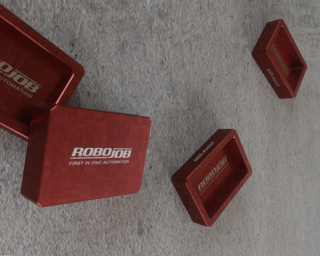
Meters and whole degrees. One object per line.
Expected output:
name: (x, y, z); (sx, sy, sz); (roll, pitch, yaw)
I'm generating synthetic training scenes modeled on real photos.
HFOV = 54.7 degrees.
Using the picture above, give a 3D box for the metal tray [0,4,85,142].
metal tray: (-0.145, -0.054, 0.279); (0.130, 0.030, 0.090); (37, 67, -34)

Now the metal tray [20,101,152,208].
metal tray: (-0.068, 0.026, 0.320); (0.131, 0.030, 0.089); (6, 95, -51)

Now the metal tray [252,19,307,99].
metal tray: (0.233, -0.129, 0.595); (0.130, 0.030, 0.090); (45, 63, -31)

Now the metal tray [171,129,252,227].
metal tray: (0.084, 0.072, 0.471); (0.131, 0.030, 0.090); (-40, 115, -32)
